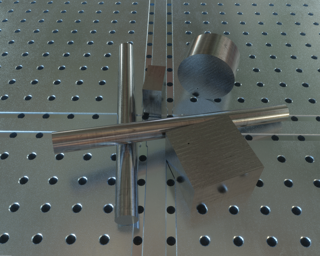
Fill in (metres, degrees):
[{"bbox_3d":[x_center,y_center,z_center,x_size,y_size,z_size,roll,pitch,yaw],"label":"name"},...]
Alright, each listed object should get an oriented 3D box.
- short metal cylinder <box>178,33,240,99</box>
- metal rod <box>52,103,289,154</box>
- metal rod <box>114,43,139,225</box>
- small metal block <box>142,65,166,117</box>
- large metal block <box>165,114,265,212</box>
[{"bbox_3d":[0.071,-0.088,0.446,0.080,0.080,0.050,14,52,11],"label":"short metal cylinder"},{"bbox_3d":[0.025,-0.002,0.386,0.302,0.025,0.025,-8,50,-16],"label":"metal rod"},{"bbox_3d":[-0.046,-0.018,0.421,0.025,0.025,0.300,-3,50,-3],"label":"metal rod"},{"bbox_3d":[-0.007,-0.052,0.435,0.025,0.050,0.050,6,50,5],"label":"small metal block"},{"bbox_3d":[0.058,0.039,0.359,0.081,0.050,0.080,-16,52,-13],"label":"large metal block"}]
